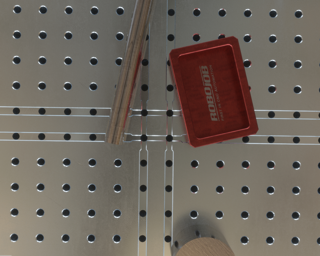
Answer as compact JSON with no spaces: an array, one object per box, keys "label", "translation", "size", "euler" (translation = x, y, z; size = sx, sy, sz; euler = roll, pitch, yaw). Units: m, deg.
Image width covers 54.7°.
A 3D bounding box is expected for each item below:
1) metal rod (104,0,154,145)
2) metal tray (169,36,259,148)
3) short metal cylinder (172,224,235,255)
[{"label":"metal rod","translation":[-0.030,-0.126,0.412],"size":[0.025,0.025,0.298],"euler":[12,90,0]},{"label":"metal tray","translation":[0.069,-0.046,0.411],"size":[0.091,0.030,0.129],"euler":[-13,90,0]},{"label":"short metal cylinder","translation":[0.055,0.172,0.401],"size":[0.081,0.050,0.080],"euler":[0,90,0]}]
